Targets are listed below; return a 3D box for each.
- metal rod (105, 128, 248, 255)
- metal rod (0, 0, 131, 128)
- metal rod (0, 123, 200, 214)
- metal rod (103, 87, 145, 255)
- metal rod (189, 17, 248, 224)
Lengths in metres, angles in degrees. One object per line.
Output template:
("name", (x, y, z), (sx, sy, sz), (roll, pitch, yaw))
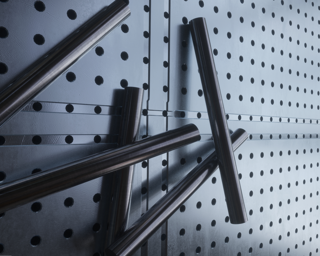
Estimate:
("metal rod", (0.044, 0.075, 0.430), (0.302, 0.025, 0.025), (-34, 112, -41))
("metal rod", (-0.129, -0.040, 0.301), (0.301, 0.025, 0.025), (-51, 120, -28))
("metal rod", (-0.080, 0.044, 0.320), (0.303, 0.025, 0.025), (-17, 101, -32))
("metal rod", (-0.049, 0.099, 0.370), (0.025, 0.025, 0.298), (11, 83, -40))
("metal rod", (0.084, -0.012, 0.450), (0.025, 0.025, 0.298), (-9, 86, -40))
